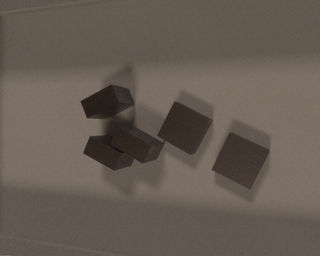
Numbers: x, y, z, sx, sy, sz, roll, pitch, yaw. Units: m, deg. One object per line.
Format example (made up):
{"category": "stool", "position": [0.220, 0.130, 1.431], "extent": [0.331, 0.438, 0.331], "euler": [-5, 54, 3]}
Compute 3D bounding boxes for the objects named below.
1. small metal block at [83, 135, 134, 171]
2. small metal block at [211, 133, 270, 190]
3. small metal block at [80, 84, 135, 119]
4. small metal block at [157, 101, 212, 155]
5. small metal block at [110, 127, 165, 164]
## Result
{"category": "small metal block", "position": [-0.066, 0.032, 0.419], "extent": [0.050, 0.050, 0.025], "euler": [26, 99, 18]}
{"category": "small metal block", "position": [0.098, 0.039, 0.376], "extent": [0.050, 0.025, 0.050], "euler": [27, 99, 17]}
{"category": "small metal block", "position": [-0.070, -0.034, 0.421], "extent": [0.050, 0.050, 0.025], "euler": [-25, 82, 18]}
{"category": "small metal block", "position": [0.032, 0.000, 0.399], "extent": [0.050, 0.025, 0.050], "euler": [30, 99, 17]}
{"category": "small metal block", "position": [-0.028, 0.021, 0.406], "extent": [0.050, 0.050, 0.025], "euler": [29, 100, 17]}
